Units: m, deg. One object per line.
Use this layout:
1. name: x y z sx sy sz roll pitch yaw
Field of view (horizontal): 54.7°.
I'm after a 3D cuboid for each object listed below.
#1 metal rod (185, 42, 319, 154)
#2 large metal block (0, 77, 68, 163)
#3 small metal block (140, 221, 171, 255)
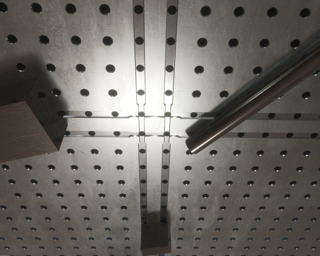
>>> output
1. metal rod: 0.148 -0.057 0.365 0.025 0.025 0.299 36 121 -27
2. large metal block: -0.175 -0.009 0.385 0.080 0.050 0.080 -11 130 9
3. small metal block: -0.007 0.202 0.568 0.050 0.050 0.025 -10 130 8
